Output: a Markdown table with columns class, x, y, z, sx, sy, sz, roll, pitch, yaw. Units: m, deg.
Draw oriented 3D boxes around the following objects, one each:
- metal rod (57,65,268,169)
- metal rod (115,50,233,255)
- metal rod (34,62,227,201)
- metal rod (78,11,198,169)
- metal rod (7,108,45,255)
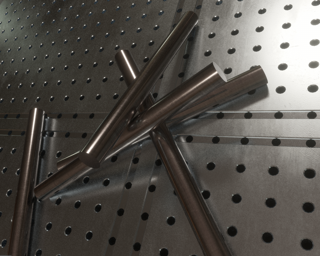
| class | x | y | z | sx | sy | sz | roll | pitch | yaw |
| --- | --- | --- | --- | --- | --- | --- | --- | --- | --- |
| metal rod | -0.006 | -0.005 | 0.412 | 0.301 | 0.025 | 0.025 | -25 | 53 | 12 |
| metal rod | 0.004 | 0.014 | 0.370 | 0.025 | 0.025 | 0.299 | -31 | 60 | 8 |
| metal rod | -0.053 | 0.017 | 0.377 | 0.299 | 0.025 | 0.025 | -33 | 50 | 24 |
| metal rod | -0.011 | -0.071 | 0.397 | 0.025 | 0.025 | 0.301 | 4 | 45 | 29 |
| metal rod | -0.194 | 0.096 | 0.448 | 0.025 | 0.025 | 0.299 | -19 | 54 | 16 |
